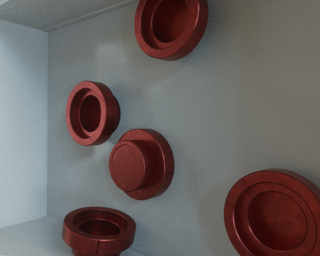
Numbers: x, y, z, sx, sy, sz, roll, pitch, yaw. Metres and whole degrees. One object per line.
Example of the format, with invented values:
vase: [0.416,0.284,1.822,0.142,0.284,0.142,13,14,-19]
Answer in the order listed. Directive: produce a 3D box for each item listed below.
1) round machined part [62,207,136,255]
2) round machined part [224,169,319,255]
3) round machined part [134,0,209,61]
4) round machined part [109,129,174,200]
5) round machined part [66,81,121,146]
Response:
round machined part: [-0.085,0.150,0.430,0.098,0.099,0.042,16,101,39]
round machined part: [0.116,0.088,0.300,0.098,0.042,0.097,0,90,40]
round machined part: [0.018,-0.131,0.381,0.098,0.042,0.097,0,90,40]
round machined part: [-0.032,0.050,0.422,0.098,0.042,0.097,0,90,40]
round machined part: [-0.099,-0.022,0.478,0.098,0.042,0.097,0,90,40]
